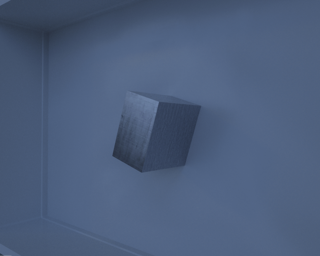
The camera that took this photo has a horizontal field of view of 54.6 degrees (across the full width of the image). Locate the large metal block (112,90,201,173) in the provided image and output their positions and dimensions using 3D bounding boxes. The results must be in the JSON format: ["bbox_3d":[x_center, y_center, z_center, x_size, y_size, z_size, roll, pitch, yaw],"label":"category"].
[{"bbox_3d":[-0.003,0.003,0.374,0.050,0.081,0.080,23,105,38],"label":"large metal block"}]
